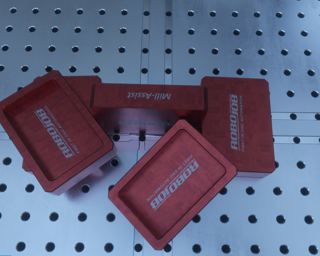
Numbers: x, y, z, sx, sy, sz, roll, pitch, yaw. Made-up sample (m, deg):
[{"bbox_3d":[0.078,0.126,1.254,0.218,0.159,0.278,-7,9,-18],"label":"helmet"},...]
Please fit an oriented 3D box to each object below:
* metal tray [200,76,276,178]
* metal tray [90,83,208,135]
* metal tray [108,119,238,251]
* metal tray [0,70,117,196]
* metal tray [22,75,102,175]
[{"bbox_3d":[0.098,-0.003,0.410,0.091,0.030,0.130,3,70,0],"label":"metal tray"},{"bbox_3d":[-0.012,-0.020,0.383,0.131,0.090,0.030,1,70,0],"label":"metal tray"},{"bbox_3d":[0.015,0.065,0.366,0.130,0.030,0.090,-46,77,2],"label":"metal tray"},{"bbox_3d":[-0.125,0.003,0.373,0.090,0.030,0.130,-36,75,-13],"label":"metal tray"},{"bbox_3d":[-0.123,-0.005,0.409,0.091,0.030,0.129,-1,71,-1],"label":"metal tray"}]
